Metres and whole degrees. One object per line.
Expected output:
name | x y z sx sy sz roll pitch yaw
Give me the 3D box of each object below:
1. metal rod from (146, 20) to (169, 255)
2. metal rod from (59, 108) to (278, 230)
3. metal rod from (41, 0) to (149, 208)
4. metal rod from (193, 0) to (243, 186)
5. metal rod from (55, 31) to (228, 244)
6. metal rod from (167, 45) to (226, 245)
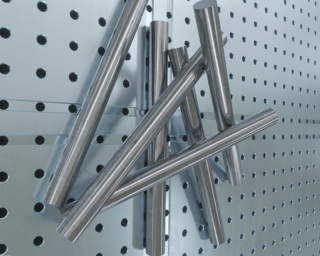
metal rod | -0.004 0.013 0.404 0.025 0.025 0.298 1 89 -40
metal rod | 0.028 0.040 0.381 0.302 0.025 0.025 -24 106 -21
metal rod | -0.062 -0.059 0.356 0.025 0.025 0.299 31 71 -36
metal rod | 0.086 -0.022 0.419 0.025 0.025 0.299 -48 137 -29
metal rod | -0.007 -0.007 0.353 0.025 0.025 0.301 49 66 -29
metal rod | 0.056 0.035 0.441 0.025 0.025 0.298 -27 111 -37
